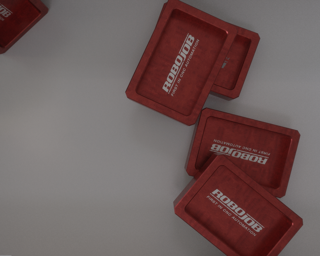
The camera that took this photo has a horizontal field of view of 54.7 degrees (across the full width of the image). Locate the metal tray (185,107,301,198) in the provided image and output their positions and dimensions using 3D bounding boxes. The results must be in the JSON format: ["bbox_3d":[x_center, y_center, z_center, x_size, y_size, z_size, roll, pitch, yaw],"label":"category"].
[{"bbox_3d":[0.106,0.032,0.409,0.131,0.030,0.090,14,90,0],"label":"metal tray"}]

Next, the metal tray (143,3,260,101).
[{"bbox_3d":[0.053,-0.099,0.408,0.131,0.030,0.090,20,90,0],"label":"metal tray"}]

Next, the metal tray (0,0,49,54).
[{"bbox_3d":[-0.193,-0.140,0.357,0.090,0.130,0.030,-43,90,0],"label":"metal tray"}]

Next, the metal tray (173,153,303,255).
[{"bbox_3d":[0.093,0.104,0.378,0.130,0.030,0.090,39,90,0],"label":"metal tray"}]

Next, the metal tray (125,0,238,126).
[{"bbox_3d":[0.025,-0.078,0.378,0.090,0.030,0.129,25,90,0],"label":"metal tray"}]
